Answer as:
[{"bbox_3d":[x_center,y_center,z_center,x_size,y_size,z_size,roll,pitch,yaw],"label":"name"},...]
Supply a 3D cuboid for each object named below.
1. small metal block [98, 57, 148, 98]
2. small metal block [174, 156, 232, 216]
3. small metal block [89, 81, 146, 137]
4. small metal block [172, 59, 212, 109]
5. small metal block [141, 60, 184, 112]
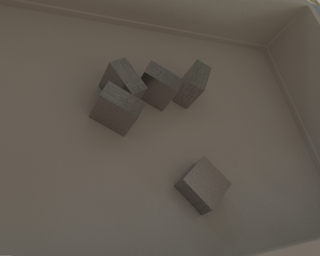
[{"bbox_3d":[-0.048,-0.052,0.395,0.025,0.050,0.050,-27,77,-37],"label":"small metal block"},{"bbox_3d":[0.054,0.072,0.391,0.050,0.025,0.050,46,51,4],"label":"small metal block"},{"bbox_3d":[-0.052,-0.022,0.375,0.050,0.050,0.025,30,52,-9],"label":"small metal block"},{"bbox_3d":[0.047,-0.064,0.453,0.025,0.050,0.050,29,52,-10],"label":"small metal block"},{"bbox_3d":[-0.004,-0.056,0.421,0.050,0.050,0.025,30,52,-9],"label":"small metal block"}]
